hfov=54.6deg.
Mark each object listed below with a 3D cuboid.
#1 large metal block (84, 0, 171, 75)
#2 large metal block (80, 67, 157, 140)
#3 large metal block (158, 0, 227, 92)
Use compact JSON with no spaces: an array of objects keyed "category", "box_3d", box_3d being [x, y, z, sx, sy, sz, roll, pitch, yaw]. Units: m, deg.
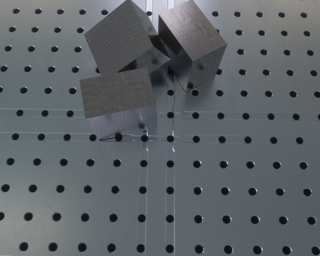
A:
[{"category":"large metal block","box_3d":[-0.045,-0.111,0.422,0.080,0.050,0.080,-32,71,19]},{"category":"large metal block","box_3d":[-0.049,-0.028,0.393,0.080,0.080,0.050,-12,71,-4]},{"category":"large metal block","box_3d":[0.039,-0.109,0.422,0.050,0.080,0.080,-28,73,-11]}]
